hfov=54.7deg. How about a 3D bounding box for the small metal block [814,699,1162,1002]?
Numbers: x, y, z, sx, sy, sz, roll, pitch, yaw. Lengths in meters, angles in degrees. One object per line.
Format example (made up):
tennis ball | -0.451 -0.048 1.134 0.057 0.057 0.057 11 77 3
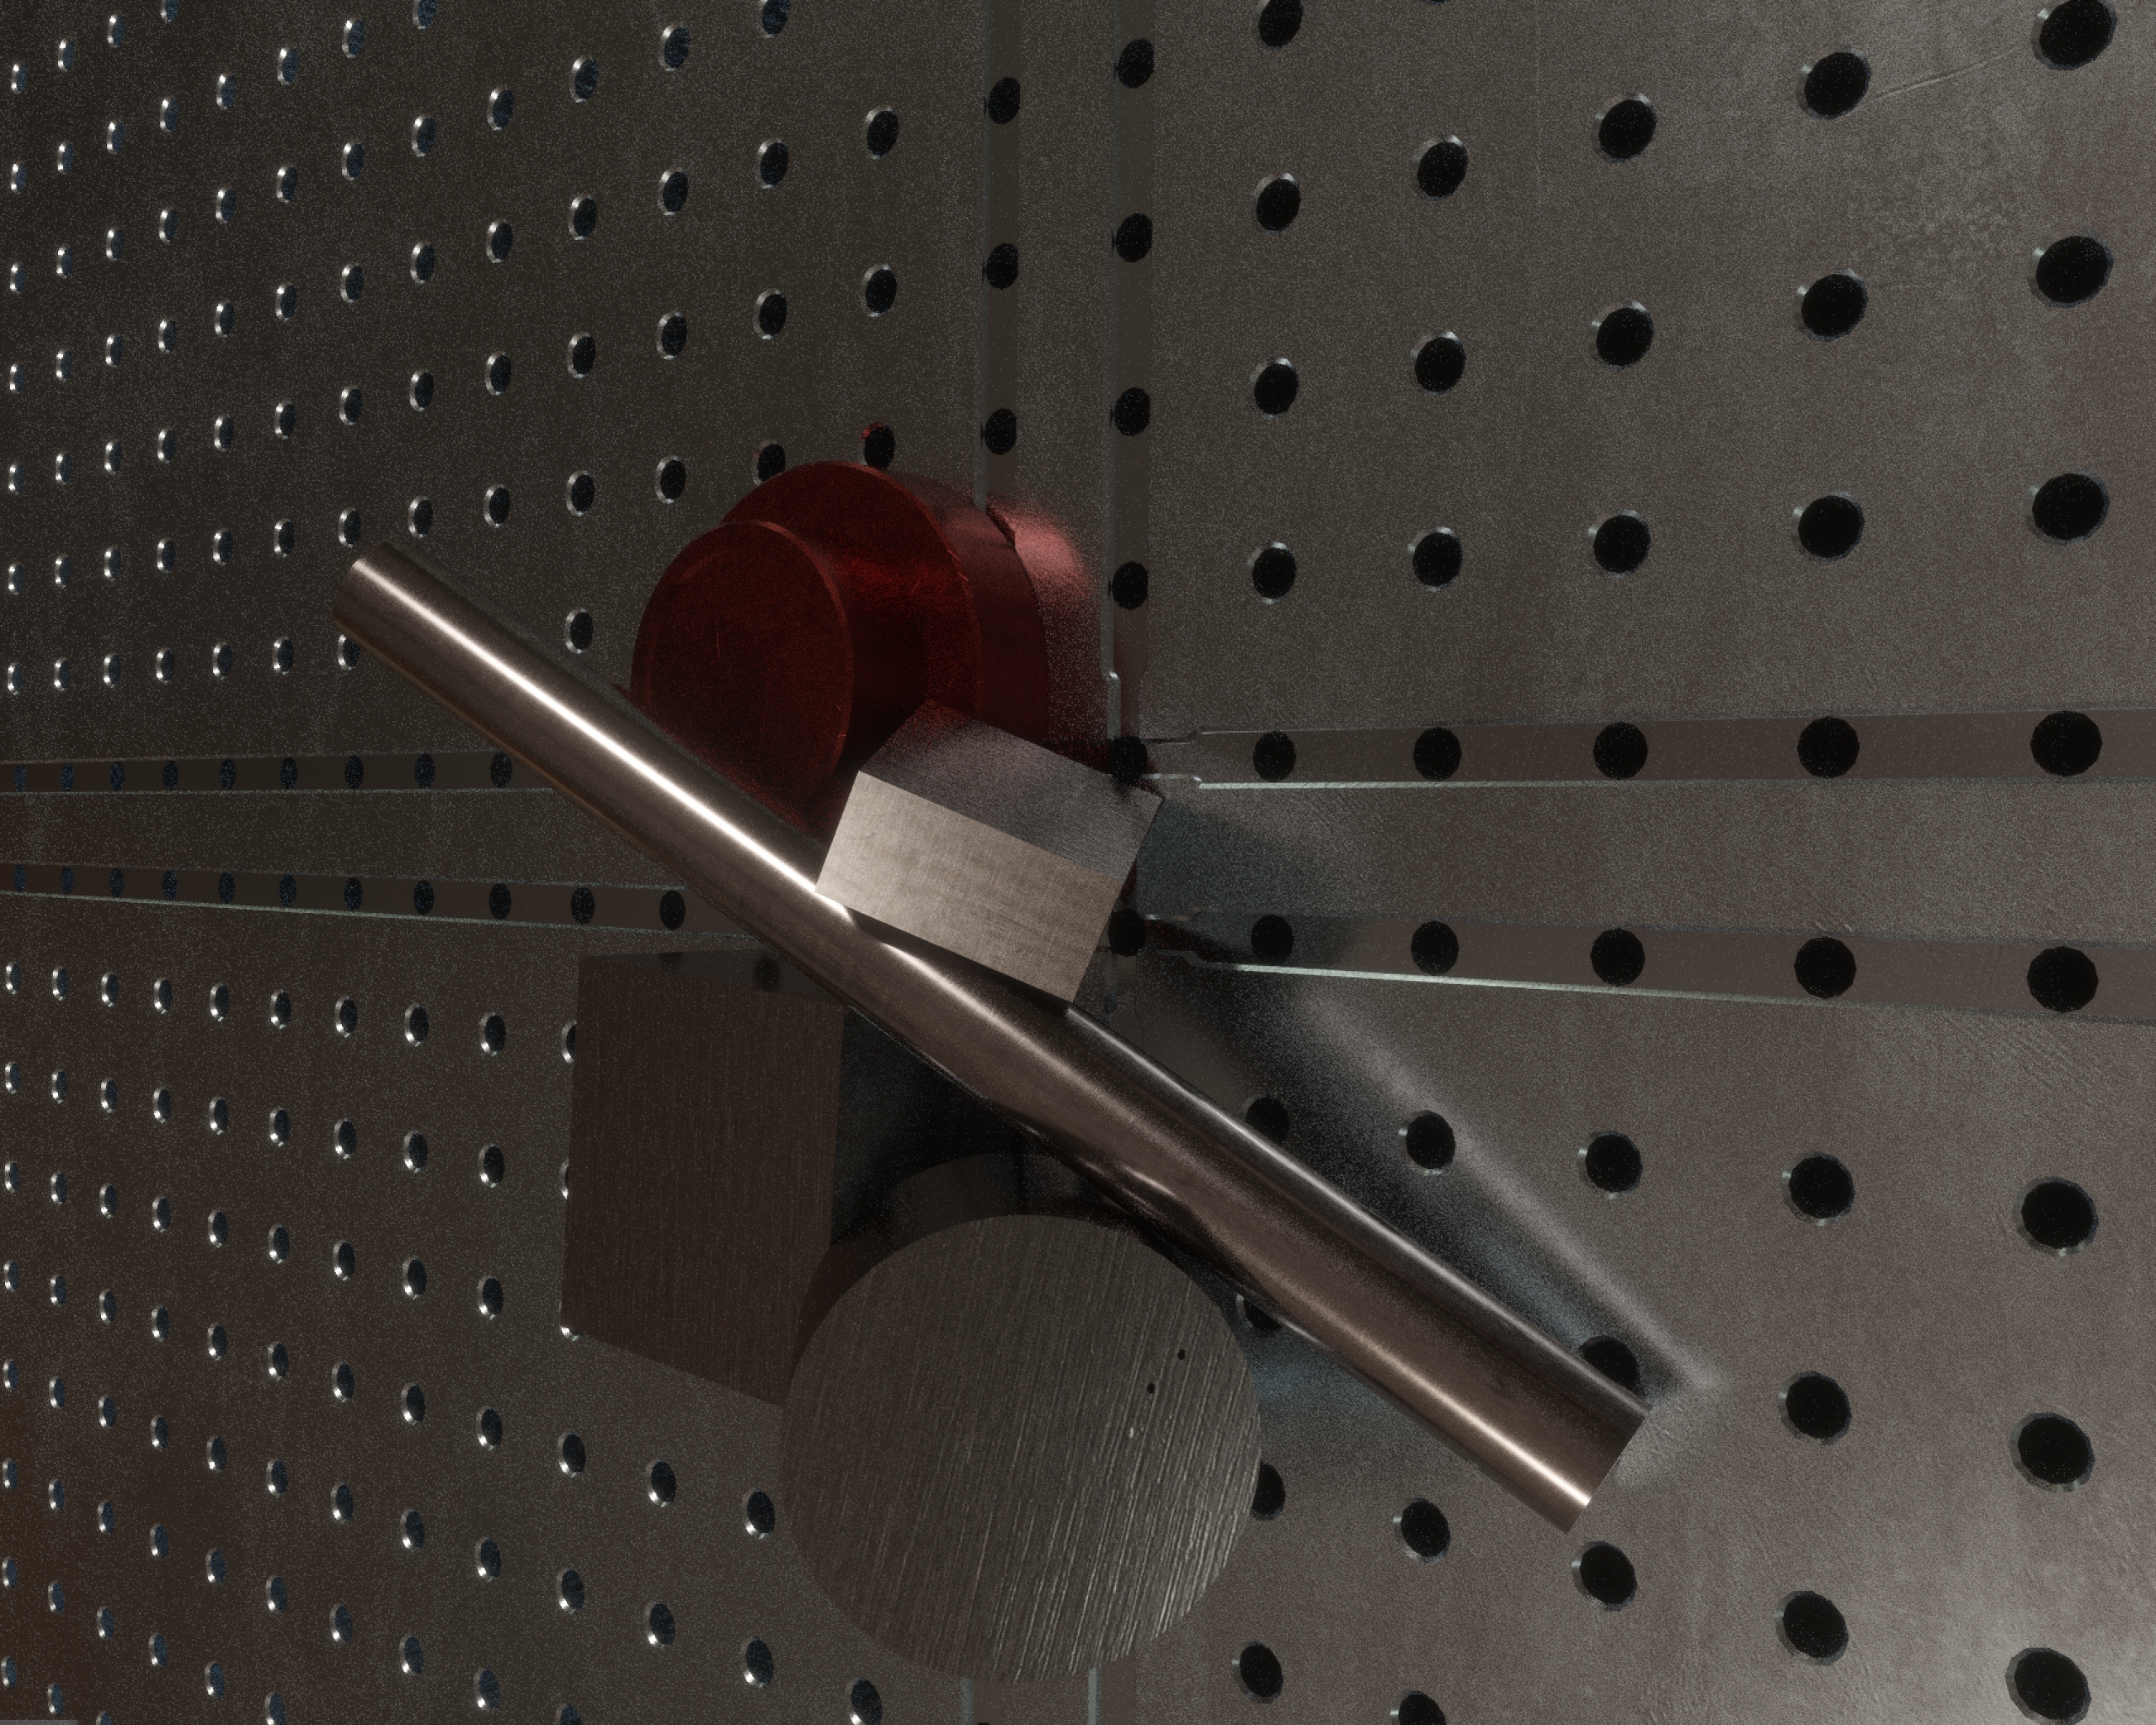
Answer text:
small metal block | -0.015 -0.004 0.391 0.050 0.050 0.025 23 111 2

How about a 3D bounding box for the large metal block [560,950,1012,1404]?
large metal block | -0.061 0.063 0.438 0.080 0.050 0.079 6 94 39

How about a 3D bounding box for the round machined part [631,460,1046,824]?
round machined part | -0.057 -0.037 0.443 0.098 0.042 0.097 0 90 39

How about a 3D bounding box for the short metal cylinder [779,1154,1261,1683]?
short metal cylinder | -0.011 0.096 0.373 0.081 0.050 0.079 0 94 -5

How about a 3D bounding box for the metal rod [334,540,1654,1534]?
metal rod | -0.031 0.020 0.390 0.300 0.025 0.025 34 111 21
